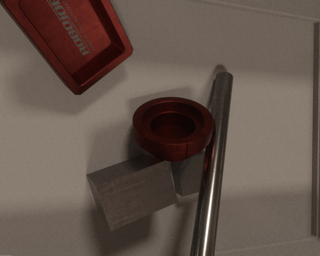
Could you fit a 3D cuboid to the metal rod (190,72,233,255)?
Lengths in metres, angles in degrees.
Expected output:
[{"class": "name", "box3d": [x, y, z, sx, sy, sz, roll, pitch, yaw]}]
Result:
[{"class": "metal rod", "box3d": [0.063, 0.053, 0.373, 0.025, 0.025, 0.300, 25, 58, -19]}]

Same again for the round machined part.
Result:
[{"class": "round machined part", "box3d": [0.016, 0.005, 0.389, 0.099, 0.098, 0.042, -15, 131, -20]}]

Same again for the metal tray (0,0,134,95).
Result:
[{"class": "metal tray", "box3d": [-0.093, -0.109, 0.333, 0.090, 0.030, 0.130, -42, 140, -12]}]

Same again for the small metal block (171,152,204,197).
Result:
[{"class": "small metal block", "box3d": [0.045, 0.062, 0.429, 0.050, 0.025, 0.050, -11, 94, -20]}]

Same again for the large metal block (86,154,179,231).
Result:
[{"class": "large metal block", "box3d": [-0.036, 0.071, 0.369, 0.081, 0.080, 0.050, -19, 97, -19]}]
